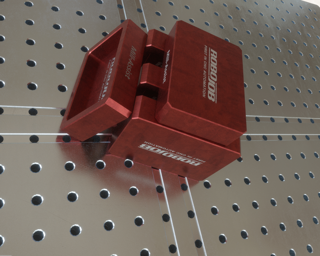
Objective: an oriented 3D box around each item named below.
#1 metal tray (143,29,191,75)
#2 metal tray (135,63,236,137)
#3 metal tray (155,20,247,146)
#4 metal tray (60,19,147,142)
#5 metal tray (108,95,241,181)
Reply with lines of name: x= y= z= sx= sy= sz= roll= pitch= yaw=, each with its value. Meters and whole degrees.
metal tray: x=0.028 y=-0.070 z=0.422 sx=0.131 sy=0.090 sz=0.030 roll=19 pitch=55 yaw=-17
metal tray: x=0.021 y=-0.021 z=0.389 sx=0.131 sy=0.090 sz=0.030 roll=19 pitch=53 yaw=-19
metal tray: x=0.048 y=-0.053 z=0.346 sx=0.091 sy=0.030 sz=0.130 roll=19 pitch=54 yaw=-17
metal tray: x=-0.064 y=-0.057 z=0.363 sx=0.030 sy=0.090 sz=0.130 roll=35 pitch=47 yaw=-34
metal tray: x=0.016 y=0.018 z=0.363 sx=0.131 sy=0.090 sz=0.030 roll=19 pitch=55 yaw=-17
